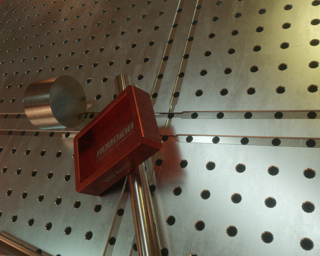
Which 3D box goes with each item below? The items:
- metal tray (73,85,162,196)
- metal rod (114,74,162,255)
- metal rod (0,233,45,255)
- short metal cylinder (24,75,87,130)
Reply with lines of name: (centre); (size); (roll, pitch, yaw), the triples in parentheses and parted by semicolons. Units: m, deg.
metal tray: (-0.060, 0.018, 0.395); (0.130, 0.030, 0.090); (-38, 47, 28)
metal rod: (-0.031, 0.044, 0.396); (0.025, 0.025, 0.299); (-23, 53, 14)
metal rod: (-0.119, 0.173, 0.362); (0.300, 0.025, 0.025); (8, 66, 31)
short metal cylinder: (-0.159, -0.038, 0.478); (0.050, 0.080, 0.080); (-4, 60, 26)
